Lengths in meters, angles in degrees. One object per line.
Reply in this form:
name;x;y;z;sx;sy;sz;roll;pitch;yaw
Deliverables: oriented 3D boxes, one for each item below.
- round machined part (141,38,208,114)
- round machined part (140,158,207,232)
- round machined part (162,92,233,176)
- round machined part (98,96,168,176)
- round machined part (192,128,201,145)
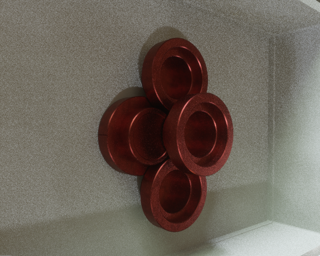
round machined part;0.015;-0.065;0.407;0.099;0.042;0.097;0;90;-40
round machined part;0.013;0.082;0.406;0.099;0.042;0.097;0;90;-40
round machined part;0.042;0.007;0.375;0.099;0.042;0.097;0;90;-40
round machined part;-0.021;0.010;0.377;0.099;0.042;0.097;0;90;-40
round machined part;0.055;0.013;0.441;0.099;0.042;0.097;0;90;-40
